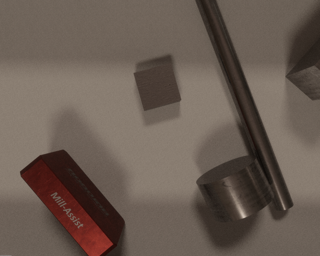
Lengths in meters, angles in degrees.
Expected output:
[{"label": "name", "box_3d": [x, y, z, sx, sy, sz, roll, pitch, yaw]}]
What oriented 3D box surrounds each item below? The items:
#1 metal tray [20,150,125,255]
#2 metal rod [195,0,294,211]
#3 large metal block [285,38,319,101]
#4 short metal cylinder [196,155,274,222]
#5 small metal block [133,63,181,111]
[{"label": "metal tray", "box_3d": [-0.100, 0.088, 0.377, 0.030, 0.090, 0.130, -40, 91, 0]}, {"label": "metal rod", "box_3d": [0.112, -0.035, 0.412, 0.025, 0.025, 0.299, -21, 90, 0]}, {"label": "large metal block", "box_3d": [0.218, -0.084, 0.387, 0.050, 0.080, 0.080, 41, 90, -1]}, {"label": "short metal cylinder", "box_3d": [0.092, 0.074, 0.385, 0.080, 0.080, 0.050, -26, 90, 0]}, {"label": "small metal block", "box_3d": [-0.003, -0.054, 0.411, 0.050, 0.025, 0.050, -15, 90, -1]}]
